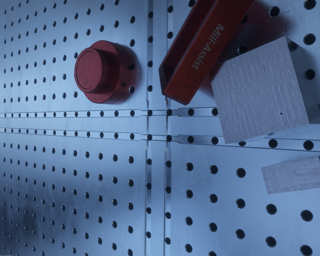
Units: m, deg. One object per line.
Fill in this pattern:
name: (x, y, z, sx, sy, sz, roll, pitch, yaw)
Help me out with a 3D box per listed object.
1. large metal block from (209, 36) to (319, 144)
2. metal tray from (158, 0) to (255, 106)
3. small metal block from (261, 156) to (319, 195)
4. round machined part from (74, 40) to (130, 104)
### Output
large metal block: (0.103, -0.032, 0.308, 0.080, 0.050, 0.080, -18, 79, 38)
metal tray: (0.044, -0.099, 0.336, 0.129, 0.030, 0.090, -58, 17, 23)
small metal block: (0.130, 0.042, 0.286, 0.050, 0.050, 0.025, -19, 78, 38)
round machined part: (-0.095, -0.086, 0.477, 0.098, 0.042, 0.097, 0, 90, 40)
